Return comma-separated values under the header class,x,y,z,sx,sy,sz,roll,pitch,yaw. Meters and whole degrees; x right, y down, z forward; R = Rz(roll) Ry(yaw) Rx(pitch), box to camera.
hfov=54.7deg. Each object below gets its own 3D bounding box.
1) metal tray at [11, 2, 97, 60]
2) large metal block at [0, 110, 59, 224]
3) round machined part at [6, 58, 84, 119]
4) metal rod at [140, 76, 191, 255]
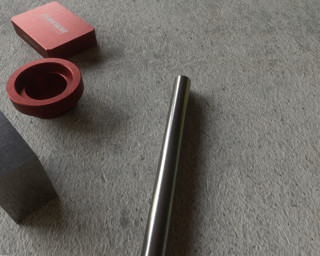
class,x,y,z,sx,sy,sz,roll,pitch,yaw
metal tray,-0.184,-0.169,0.540,0.091,0.030,0.130,-36,59,-26
large metal block,-0.161,0.042,0.330,0.050,0.080,0.080,-35,59,-26
round machined part,-0.156,-0.051,0.433,0.099,0.042,0.098,0,50,0
metal rod,0.010,0.045,0.365,0.025,0.025,0.300,7,50,5
